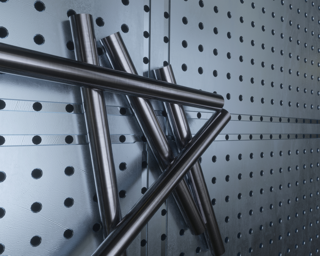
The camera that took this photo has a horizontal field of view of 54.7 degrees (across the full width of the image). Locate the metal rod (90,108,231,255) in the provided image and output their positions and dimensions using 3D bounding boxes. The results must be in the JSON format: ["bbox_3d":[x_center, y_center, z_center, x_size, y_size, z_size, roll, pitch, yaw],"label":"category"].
[{"bbox_3d":[0.003,0.074,0.381,0.301,0.025,0.025,-46,118,-30],"label":"metal rod"}]

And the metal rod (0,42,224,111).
[{"bbox_3d":[-0.032,-0.049,0.352,0.302,0.025,0.025,6,86,-40],"label":"metal rod"}]

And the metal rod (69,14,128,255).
[{"bbox_3d":[-0.067,0.026,0.354,0.025,0.025,0.298,-13,98,-40],"label":"metal rod"}]

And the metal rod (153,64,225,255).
[{"bbox_3d":[0.047,0.056,0.450,0.025,0.025,0.298,-29,108,-37],"label":"metal rod"}]

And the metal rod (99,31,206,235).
[{"bbox_3d":[-0.001,0.021,0.409,0.025,0.025,0.299,-38,113,-34],"label":"metal rod"}]
